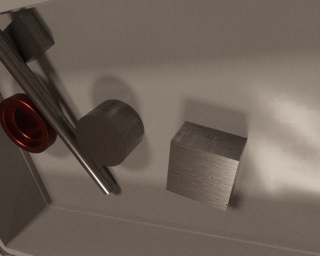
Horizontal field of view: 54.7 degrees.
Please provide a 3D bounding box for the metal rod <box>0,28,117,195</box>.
[{"bbox_3d":[-0.155,-0.017,0.457,0.025,0.025,0.299,-16,117,34],"label":"metal rod"}]

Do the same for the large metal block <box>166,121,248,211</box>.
[{"bbox_3d":[0.057,0.047,0.390,0.080,0.050,0.079,16,125,18],"label":"large metal block"}]

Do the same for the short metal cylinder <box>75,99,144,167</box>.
[{"bbox_3d":[-0.069,0.007,0.431,0.080,0.050,0.079,13,124,20],"label":"short metal cylinder"}]

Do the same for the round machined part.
[{"bbox_3d":[-0.204,-0.011,0.495,0.098,0.042,0.097,13,124,20],"label":"round machined part"}]

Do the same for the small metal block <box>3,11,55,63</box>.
[{"bbox_3d":[-0.182,-0.123,0.426,0.050,0.025,0.050,-22,107,36],"label":"small metal block"}]
